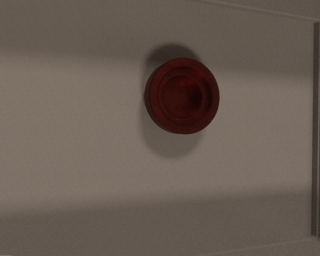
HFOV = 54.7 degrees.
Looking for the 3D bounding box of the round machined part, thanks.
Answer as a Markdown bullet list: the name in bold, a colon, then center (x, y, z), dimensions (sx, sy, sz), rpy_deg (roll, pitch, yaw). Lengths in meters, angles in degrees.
- **round machined part**: center (0.026, -0.041, 0.412), dimensions (0.099, 0.042, 0.097), rpy_deg (0, 90, -21)
